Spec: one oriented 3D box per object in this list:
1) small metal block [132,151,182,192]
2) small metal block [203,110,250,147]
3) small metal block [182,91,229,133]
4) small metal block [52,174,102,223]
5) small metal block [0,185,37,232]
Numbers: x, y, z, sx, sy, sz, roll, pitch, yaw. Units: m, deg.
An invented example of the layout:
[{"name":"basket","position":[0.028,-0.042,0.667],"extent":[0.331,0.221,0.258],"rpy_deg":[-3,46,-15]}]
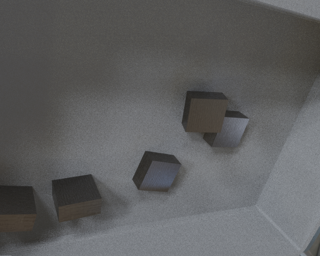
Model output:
[{"name":"small metal block","position":[-0.005,0.064,0.447],"extent":[0.050,0.025,0.050],"rpy_deg":[12,112,-34]},{"name":"small metal block","position":[0.099,0.001,0.466],"extent":[0.050,0.025,0.050],"rpy_deg":[2,117,-30]},{"name":"small metal block","position":[0.060,-0.022,0.422],"extent":[0.050,0.025,0.050],"rpy_deg":[1,119,-11]},{"name":"small metal block","position":[-0.106,0.087,0.390],"extent":[0.050,0.050,0.025],"rpy_deg":[-6,121,-26]},{"name":"small metal block","position":[-0.173,0.092,0.355],"extent":[0.050,0.050,0.025],"rpy_deg":[9,114,-33]}]
